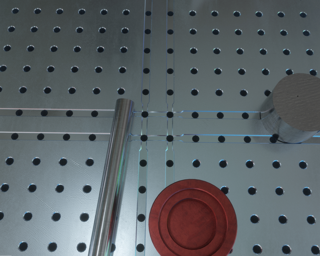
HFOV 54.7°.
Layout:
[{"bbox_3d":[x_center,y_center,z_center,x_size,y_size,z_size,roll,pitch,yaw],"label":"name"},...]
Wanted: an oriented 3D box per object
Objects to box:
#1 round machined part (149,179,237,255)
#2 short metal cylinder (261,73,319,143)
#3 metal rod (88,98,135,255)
[{"bbox_3d":[0.037,0.112,0.362,0.099,0.042,0.098,0,70,0],"label":"round machined part"},{"bbox_3d":[0.181,-0.025,0.409,0.081,0.050,0.080,0,70,0],"label":"short metal cylinder"},{"bbox_3d":[-0.065,0.104,0.372,0.025,0.025,0.299,6,70,2],"label":"metal rod"}]
